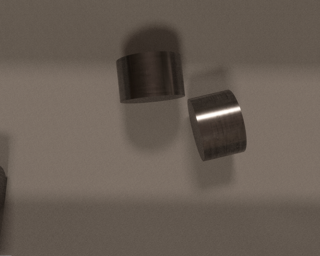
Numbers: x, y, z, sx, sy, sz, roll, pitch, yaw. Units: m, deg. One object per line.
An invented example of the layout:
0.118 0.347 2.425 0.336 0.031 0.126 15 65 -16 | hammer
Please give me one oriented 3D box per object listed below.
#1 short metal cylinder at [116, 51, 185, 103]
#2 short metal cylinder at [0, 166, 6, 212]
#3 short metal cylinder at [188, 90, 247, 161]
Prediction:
-0.011 -0.060 0.384 0.081 0.080 0.050 -6 90 -1 | short metal cylinder
-0.234 0.082 0.381 0.050 0.080 0.079 6 90 0 | short metal cylinder
0.069 -0.003 0.385 0.050 0.080 0.080 -13 90 0 | short metal cylinder
